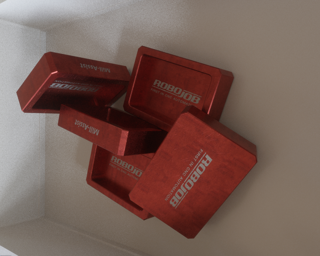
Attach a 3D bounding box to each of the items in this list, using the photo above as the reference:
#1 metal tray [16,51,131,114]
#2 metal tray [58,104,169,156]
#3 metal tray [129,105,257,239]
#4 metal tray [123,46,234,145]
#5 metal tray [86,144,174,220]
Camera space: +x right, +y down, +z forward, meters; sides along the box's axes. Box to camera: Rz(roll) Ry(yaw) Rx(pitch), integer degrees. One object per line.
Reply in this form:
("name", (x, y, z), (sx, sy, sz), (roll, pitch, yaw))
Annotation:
("metal tray", (-0.113, -0.055, 0.425), (0.090, 0.131, 0.030), (-37, 68, 34))
("metal tray", (-0.060, -0.001, 0.408), (0.130, 0.091, 0.030), (20, 103, 38))
("metal tray", (0.034, 0.051, 0.346), (0.090, 0.030, 0.129), (33, 114, 4))
("metal tray", (0.017, -0.043, 0.386), (0.130, 0.030, 0.089), (27, 106, 36))
("metal tray", (-0.047, 0.059, 0.436), (0.130, 0.030, 0.089), (21, 103, 37))
